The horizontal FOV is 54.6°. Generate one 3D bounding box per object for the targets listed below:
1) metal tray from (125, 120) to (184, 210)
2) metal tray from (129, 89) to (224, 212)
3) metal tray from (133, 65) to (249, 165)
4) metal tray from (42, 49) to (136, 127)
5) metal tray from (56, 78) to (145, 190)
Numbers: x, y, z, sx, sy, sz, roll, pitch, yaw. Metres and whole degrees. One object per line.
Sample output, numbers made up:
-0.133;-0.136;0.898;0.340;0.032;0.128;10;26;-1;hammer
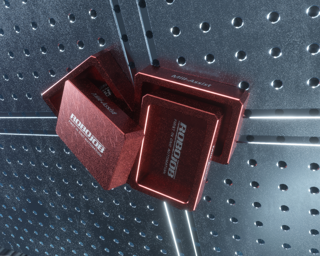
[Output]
-0.010;0.053;0.446;0.130;0.030;0.089;24;127;14;metal tray
0.017;0.028;0.376;0.090;0.030;0.129;18;114;18;metal tray
0.032;-0.017;0.380;0.130;0.030;0.089;18;125;18;metal tray
-0.097;-0.039;0.435;0.130;0.030;0.090;-24;105;37;metal tray
-0.084;0.005;0.403;0.130;0.030;0.089;41;125;29;metal tray
